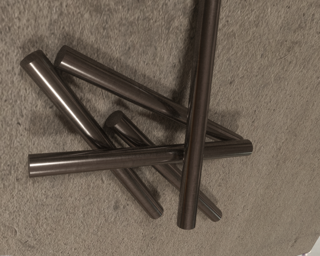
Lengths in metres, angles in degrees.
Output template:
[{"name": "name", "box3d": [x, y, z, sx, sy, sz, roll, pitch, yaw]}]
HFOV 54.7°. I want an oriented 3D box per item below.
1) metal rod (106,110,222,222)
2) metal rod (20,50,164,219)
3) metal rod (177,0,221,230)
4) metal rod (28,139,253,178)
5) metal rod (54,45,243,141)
[{"name": "metal rod", "box3d": [0.023, 0.074, 0.466, 0.025, 0.025, 0.300, -42, 130, 0]}, {"name": "metal rod", "box3d": [-0.065, 0.032, 0.392, 0.025, 0.025, 0.299, -35, 129, -5]}, {"name": "metal rod", "box3d": [0.046, -0.017, 0.375, 0.025, 0.025, 0.298, -3, 105, -28]}, {"name": "metal rod", "box3d": [-0.003, 0.034, 0.394, 0.303, 0.025, 0.025, -2, 120, -28]}, {"name": "metal rod", "box3d": [0.011, -0.024, 0.399, 0.302, 0.025, 0.025, 23, 106, -37]}]
